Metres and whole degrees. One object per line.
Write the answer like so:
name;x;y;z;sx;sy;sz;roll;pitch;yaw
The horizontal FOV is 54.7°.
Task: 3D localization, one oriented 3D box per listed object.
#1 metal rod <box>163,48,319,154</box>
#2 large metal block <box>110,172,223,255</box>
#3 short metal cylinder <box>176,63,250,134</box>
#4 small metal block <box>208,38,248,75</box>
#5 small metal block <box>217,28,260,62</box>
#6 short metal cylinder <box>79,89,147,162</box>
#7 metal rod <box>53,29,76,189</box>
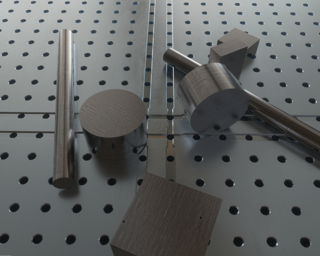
metal rod;0.122;-0.040;0.441;0.300;0.025;0.025;36;59;26
large metal block;0.008;0.102;0.306;0.080;0.050;0.080;18;52;14
short metal cylinder;0.068;-0.037;0.404;0.081;0.080;0.050;-14;52;-12
small metal block;0.103;-0.105;0.480;0.050;0.050;0.025;-24;54;-19
small metal block;0.132;-0.140;0.526;0.050;0.025;0.050;36;58;26
short metal cylinder;-0.057;-0.004;0.394;0.080;0.050;0.080;0;50;0
metal rod;-0.137;-0.050;0.448;0.025;0.025;0.300;-8;50;-7
